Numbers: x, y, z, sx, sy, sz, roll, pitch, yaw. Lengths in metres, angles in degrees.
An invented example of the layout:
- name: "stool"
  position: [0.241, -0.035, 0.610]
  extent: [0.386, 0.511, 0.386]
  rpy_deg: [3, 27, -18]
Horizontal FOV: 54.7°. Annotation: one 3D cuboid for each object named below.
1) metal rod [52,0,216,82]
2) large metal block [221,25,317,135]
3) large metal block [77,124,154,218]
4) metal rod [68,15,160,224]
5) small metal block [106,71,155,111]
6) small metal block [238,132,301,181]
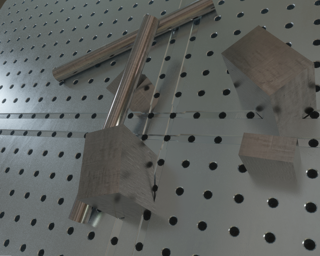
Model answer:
- name: "metal rod"
  position: [-0.053, -0.147, 0.526]
  extent: [0.301, 0.025, 0.025]
  rpy_deg: [-21, 54, 15]
- name: "large metal block"
  position: [0.121, -0.052, 0.341]
  extent: [0.050, 0.080, 0.080]
  rpy_deg: [-37, 51, 4]
- name: "large metal block"
  position: [-0.047, 0.054, 0.365]
  extent: [0.050, 0.080, 0.080]
  rpy_deg: [-14, 56, 21]
- name: "metal rod"
  position: [-0.058, -0.021, 0.425]
  extent: [0.025, 0.025, 0.299]
  rpy_deg: [10, 75, 32]
- name: "small metal block"
  position: [-0.045, -0.061, 0.470]
  extent: [0.050, 0.025, 0.050]
  rpy_deg: [-47, 51, -5]
- name: "small metal block"
  position: [0.113, 0.030, 0.315]
  extent: [0.050, 0.050, 0.025]
  rpy_deg: [6, 65, 31]
